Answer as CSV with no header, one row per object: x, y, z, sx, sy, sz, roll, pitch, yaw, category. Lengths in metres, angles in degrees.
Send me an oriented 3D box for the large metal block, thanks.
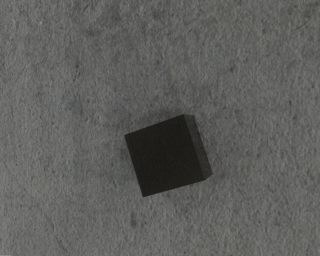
0.012,0.034,0.391,0.080,0.050,0.080,-19,84,18,large metal block
